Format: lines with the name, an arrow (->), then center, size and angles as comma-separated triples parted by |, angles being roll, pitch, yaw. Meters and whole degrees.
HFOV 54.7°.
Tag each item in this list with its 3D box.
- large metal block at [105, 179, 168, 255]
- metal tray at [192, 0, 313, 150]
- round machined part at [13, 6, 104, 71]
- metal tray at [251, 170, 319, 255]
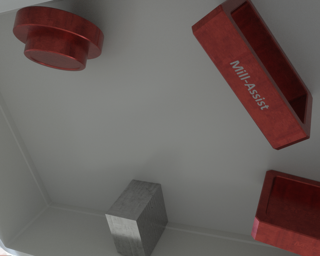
large metal block -> -0.032, 0.138, 0.474 | 0.050, 0.080, 0.079 | 4, 120, 26
metal tray -> 0.091, -0.056, 0.283 | 0.030, 0.090, 0.130 | -30, 102, 37
round machined part -> -0.118, -0.097, 0.360 | 0.098, 0.098, 0.042 | 5, 82, 25
metal tray -> 0.174, 0.098, 0.335 | 0.130, 0.090, 0.030 | 13, 124, 20
